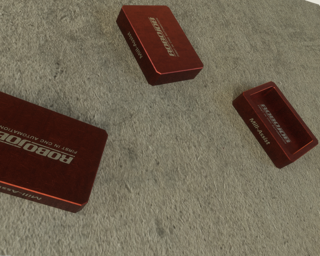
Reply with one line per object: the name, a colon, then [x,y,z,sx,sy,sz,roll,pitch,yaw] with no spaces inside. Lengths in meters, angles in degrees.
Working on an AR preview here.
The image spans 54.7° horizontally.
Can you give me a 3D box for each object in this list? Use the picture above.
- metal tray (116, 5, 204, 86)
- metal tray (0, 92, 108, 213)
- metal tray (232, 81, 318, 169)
metal tray: [-0.001,-0.132,0.480,0.091,0.030,0.130,-15,70,-34]
metal tray: [-0.128,0.024,0.317,0.131,0.030,0.090,21,54,-16]
metal tray: [0.189,-0.009,0.506,0.091,0.030,0.130,-22,74,-36]
